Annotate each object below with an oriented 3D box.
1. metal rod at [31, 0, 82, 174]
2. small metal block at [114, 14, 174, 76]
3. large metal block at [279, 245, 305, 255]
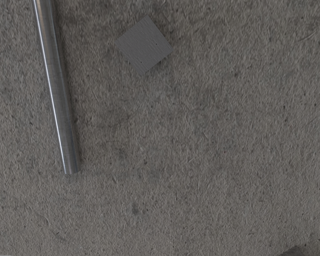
[{"bbox_3d":[-0.130,-0.081,0.378,0.025,0.025,0.298,-3,110,1],"label":"metal rod"},{"bbox_3d":[-0.019,-0.100,0.373,0.050,0.025,0.050,-36,107,12],"label":"small metal block"},{"bbox_3d":[0.224,0.245,0.473,0.050,0.080,0.080,-38,106,13],"label":"large metal block"}]
